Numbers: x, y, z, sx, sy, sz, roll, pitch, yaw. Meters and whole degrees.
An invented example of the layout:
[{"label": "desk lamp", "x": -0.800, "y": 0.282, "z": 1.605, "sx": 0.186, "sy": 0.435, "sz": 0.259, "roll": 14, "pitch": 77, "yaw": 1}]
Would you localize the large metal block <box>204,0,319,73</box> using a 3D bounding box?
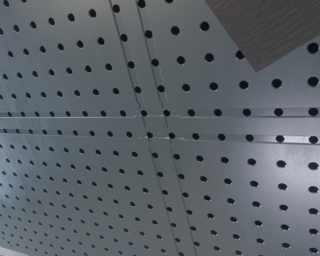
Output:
[{"label": "large metal block", "x": 0.101, "y": -0.110, "z": 0.274, "sx": 0.080, "sy": 0.050, "sz": 0.080, "roll": -32, "pitch": 101, "yaw": 38}]
